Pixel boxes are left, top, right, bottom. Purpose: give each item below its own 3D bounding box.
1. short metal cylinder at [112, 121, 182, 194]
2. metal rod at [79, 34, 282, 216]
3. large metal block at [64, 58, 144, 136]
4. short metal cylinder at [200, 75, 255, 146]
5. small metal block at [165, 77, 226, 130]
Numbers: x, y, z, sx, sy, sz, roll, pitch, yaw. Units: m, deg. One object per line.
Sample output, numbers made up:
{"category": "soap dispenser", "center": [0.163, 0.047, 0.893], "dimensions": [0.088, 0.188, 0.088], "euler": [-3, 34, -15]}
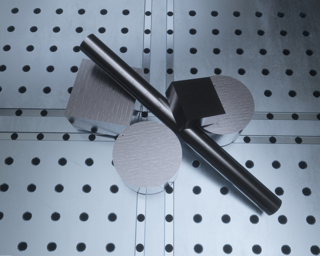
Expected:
{"category": "short metal cylinder", "center": [-0.015, 0.038, 0.381], "dimensions": [0.081, 0.050, 0.080], "euler": [0, 70, 0]}
{"category": "metal rod", "center": [0.025, -0.003, 0.372], "dimensions": [0.300, 0.025, 0.025], "euler": [41, 75, -1]}
{"category": "large metal block", "center": [-0.068, -0.037, 0.406], "dimensions": [0.080, 0.050, 0.080], "euler": [10, 70, 3]}
{"category": "short metal cylinder", "center": [0.076, -0.021, 0.403], "dimensions": [0.081, 0.050, 0.080], "euler": [0, 70, 0]}
{"category": "small metal block", "center": [0.040, -0.029, 0.358], "dimensions": [0.050, 0.025, 0.050], "euler": [-11, 69, -23]}
